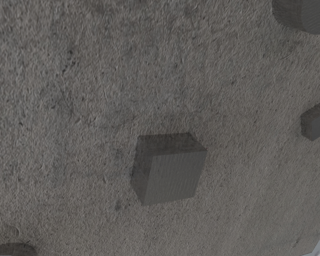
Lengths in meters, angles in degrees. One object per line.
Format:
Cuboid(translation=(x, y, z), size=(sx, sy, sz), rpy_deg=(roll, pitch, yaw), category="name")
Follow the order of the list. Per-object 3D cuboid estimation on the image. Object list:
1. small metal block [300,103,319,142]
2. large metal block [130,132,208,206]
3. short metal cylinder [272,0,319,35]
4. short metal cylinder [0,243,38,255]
Cuboid(translation=(0.281, -0.012, 0.554), size=(0.050, 0.025, 0.050), rpy_deg=(-31, 129, -9), category="small metal block")
Cuboid(translation=(0.010, 0.055, 0.431), size=(0.081, 0.050, 0.079), rpy_deg=(-3, 120, -27), category="large metal block")
Cuboid(translation=(0.192, -0.165, 0.394), size=(0.081, 0.050, 0.079), rpy_deg=(-14, 124, -21), category="short metal cylinder")
Cuboid(translation=(-0.200, 0.199, 0.405), size=(0.081, 0.050, 0.079), rpy_deg=(-14, 124, -21), category="short metal cylinder")
